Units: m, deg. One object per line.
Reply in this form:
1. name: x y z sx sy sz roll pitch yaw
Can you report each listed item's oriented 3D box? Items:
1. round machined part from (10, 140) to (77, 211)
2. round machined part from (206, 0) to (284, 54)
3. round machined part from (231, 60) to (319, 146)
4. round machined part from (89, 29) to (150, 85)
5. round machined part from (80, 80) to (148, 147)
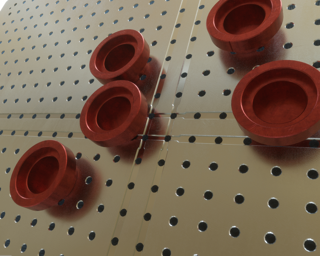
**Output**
1. round machined part: -0.159 0.069 0.440 0.098 0.042 0.098 -13 56 21
2. round machined part: 0.116 -0.141 0.424 0.098 0.042 0.098 -13 56 21
3. round machined part: 0.133 -0.024 0.343 0.098 0.042 0.098 -13 56 21
4. round machined part: -0.060 -0.106 0.495 0.098 0.042 0.098 -13 57 21
5. round machined part: -0.061 -0.016 0.440 0.098 0.042 0.098 -13 56 21
